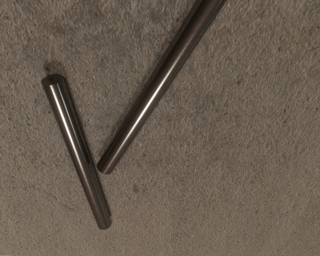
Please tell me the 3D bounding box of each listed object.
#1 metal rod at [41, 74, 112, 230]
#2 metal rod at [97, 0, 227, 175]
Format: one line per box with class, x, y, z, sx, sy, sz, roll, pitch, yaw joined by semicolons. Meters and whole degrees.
metal rod;-0.111;0.057;0.454;0.025;0.025;0.298;-4;130;3
metal rod;-0.009;-0.042;0.371;0.025;0.025;0.298;22;126;-19
